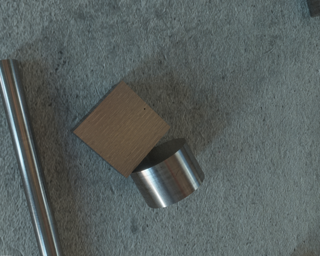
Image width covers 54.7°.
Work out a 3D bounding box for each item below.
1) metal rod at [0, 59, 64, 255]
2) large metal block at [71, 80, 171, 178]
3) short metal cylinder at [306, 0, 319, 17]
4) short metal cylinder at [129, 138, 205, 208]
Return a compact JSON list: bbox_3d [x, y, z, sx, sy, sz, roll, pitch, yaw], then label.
[{"bbox_3d":[-0.142,0.072,0.356,0.025,0.025,0.298,-13,95,-20],"label":"metal rod"},{"bbox_3d":[-0.049,0.001,0.378,0.080,0.050,0.080,44,76,-15],"label":"large metal block"},{"bbox_3d":[0.271,-0.211,0.480,0.081,0.080,0.050,-19,97,-19],"label":"short metal cylinder"},{"bbox_3d":[0.008,0.054,0.383,0.080,0.080,0.050,-32,101,-17],"label":"short metal cylinder"}]
